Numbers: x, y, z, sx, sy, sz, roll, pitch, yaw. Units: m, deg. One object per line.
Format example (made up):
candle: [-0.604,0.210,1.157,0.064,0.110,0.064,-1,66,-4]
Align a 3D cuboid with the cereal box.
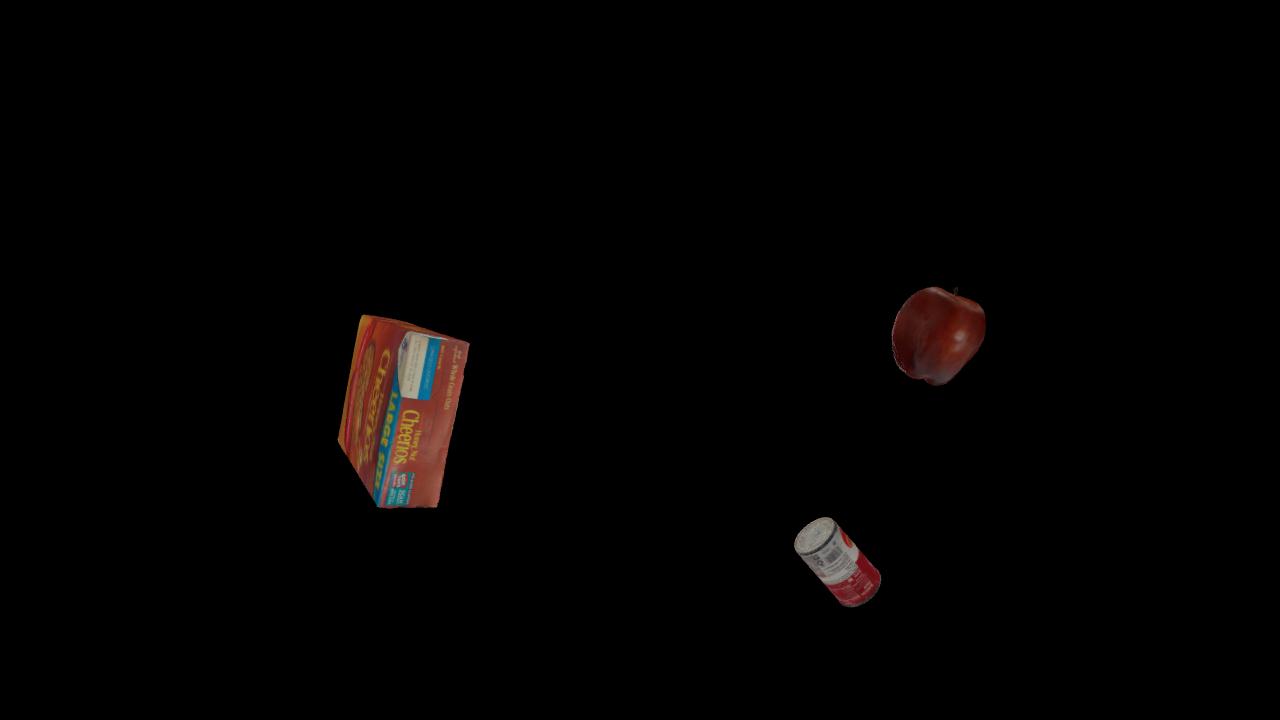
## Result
cereal box: [-0.327,0.052,0.820,0.081,0.203,0.306,10,2,-34]

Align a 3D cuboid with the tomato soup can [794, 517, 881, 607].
tomato soup can: [0.262,0.268,0.820,0.068,0.101,0.068,-41,7,6]

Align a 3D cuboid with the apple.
apple: [0.284,-0.025,0.588,0.079,0.093,0.079,16,18,-5]
